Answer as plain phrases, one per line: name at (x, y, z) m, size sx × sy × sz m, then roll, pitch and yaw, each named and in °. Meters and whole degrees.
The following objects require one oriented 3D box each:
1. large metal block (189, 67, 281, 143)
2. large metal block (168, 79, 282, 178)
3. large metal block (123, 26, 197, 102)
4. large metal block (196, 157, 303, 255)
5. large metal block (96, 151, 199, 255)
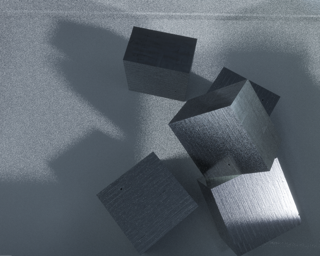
large metal block at (0.095, -0.019, 0.405) m, size 0.080 × 0.050 × 0.080 m, roll 31°, pitch 73°, yaw 10°
large metal block at (0.070, 0.004, 0.334) m, size 0.080 × 0.080 × 0.050 m, roll 55°, pitch 47°, yaw -18°
large metal block at (0.001, -0.082, 0.410) m, size 0.080 × 0.080 × 0.050 m, roll 12°, pitch 71°, yaw 4°
large metal block at (0.100, 0.083, 0.352) m, size 0.080 × 0.050 × 0.080 m, roll -24°, pitch 96°, yaw -9°
large metal block at (-0.014, 0.088, 0.364) m, size 0.080 × 0.050 × 0.080 m, roll -37°, pitch 75°, yaw -13°
